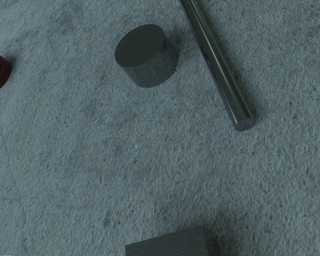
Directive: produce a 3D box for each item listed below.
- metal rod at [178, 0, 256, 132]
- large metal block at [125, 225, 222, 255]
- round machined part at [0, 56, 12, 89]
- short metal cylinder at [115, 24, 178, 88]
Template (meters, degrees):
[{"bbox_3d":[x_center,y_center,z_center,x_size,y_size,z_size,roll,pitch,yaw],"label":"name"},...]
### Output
[{"bbox_3d":[0.067,-0.121,0.441,0.025,0.025,0.299,-24,53,13],"label":"metal rod"},{"bbox_3d":[0.018,0.145,0.288,0.080,0.050,0.080,-20,54,16],"label":"large metal block"},{"bbox_3d":[-0.368,-0.115,0.653,0.098,0.042,0.098,-13,56,20],"label":"round machined part"},{"bbox_3d":[-0.020,-0.107,0.462,0.080,0.050,0.080,-13,56,20],"label":"short metal cylinder"}]
